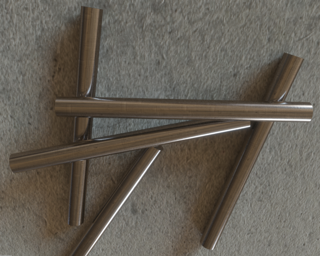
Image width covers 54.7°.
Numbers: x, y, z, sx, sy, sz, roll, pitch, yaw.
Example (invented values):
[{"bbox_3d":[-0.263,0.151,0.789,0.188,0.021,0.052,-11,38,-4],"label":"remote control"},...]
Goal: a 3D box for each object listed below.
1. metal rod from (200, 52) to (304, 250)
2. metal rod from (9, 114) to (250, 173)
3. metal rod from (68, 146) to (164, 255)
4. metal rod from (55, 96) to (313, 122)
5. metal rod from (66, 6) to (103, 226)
[{"bbox_3d":[0.119,0.045,0.427,0.025,0.025,0.298,17,109,-7],"label":"metal rod"},{"bbox_3d":[-0.034,0.016,0.396,0.302,0.025,0.025,-11,110,-4],"label":"metal rod"},{"bbox_3d":[-0.087,0.140,0.460,0.025,0.025,0.299,31,107,-11],"label":"metal rod"},{"bbox_3d":[0.029,-0.022,0.374,0.302,0.025,0.025,1,110,-1],"label":"metal rod"},{"bbox_3d":[-0.102,-0.001,0.408,0.025,0.025,0.298,8,110,-4],"label":"metal rod"}]
